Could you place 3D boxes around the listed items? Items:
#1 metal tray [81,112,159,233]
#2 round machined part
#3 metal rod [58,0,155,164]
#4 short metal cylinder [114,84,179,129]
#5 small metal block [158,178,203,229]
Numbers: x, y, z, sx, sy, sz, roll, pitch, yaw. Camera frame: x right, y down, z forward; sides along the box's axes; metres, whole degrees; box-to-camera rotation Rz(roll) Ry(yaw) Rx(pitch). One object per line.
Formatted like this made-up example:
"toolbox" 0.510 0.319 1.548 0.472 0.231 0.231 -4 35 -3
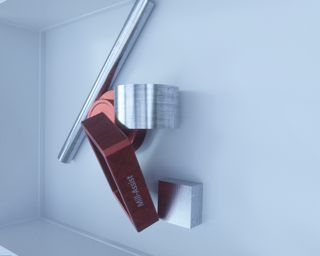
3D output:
"metal tray" -0.049 0.054 0.380 0.090 0.030 0.129 39 151 53
"round machined part" -0.069 -0.007 0.450 0.098 0.042 0.097 0 90 39
"metal rod" -0.092 -0.060 0.479 0.025 0.025 0.298 48 118 29
"short metal cylinder" -0.016 -0.024 0.383 0.080 0.081 0.050 0 90 39
"small metal block" 0.025 0.092 0.385 0.050 0.025 0.050 3 92 39
